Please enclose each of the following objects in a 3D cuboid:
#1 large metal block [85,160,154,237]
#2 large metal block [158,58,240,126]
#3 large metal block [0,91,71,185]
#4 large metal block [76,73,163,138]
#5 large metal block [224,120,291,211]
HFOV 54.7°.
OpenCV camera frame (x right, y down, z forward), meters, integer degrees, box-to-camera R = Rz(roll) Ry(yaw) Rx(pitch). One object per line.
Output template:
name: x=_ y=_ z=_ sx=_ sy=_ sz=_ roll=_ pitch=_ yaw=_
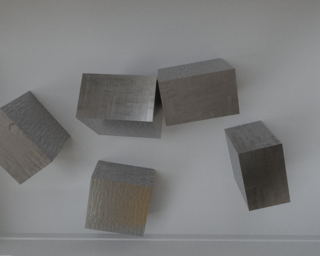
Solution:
large metal block: x=-0.055 y=0.098 z=0.433 sx=0.081 sy=0.050 sz=0.079 roll=10 pitch=110 yaw=-4
large metal block: x=0.042 y=-0.045 z=0.365 sx=0.080 sy=0.080 sz=0.050 roll=-10 pitch=110 yaw=3
large metal block: x=-0.167 y=0.009 z=0.384 sx=0.050 sy=0.080 sz=0.080 roll=-35 pitch=107 yaw=12
large metal block: x=-0.041 y=-0.023 z=0.360 sx=0.080 sy=0.080 sz=0.050 roll=3 pitch=76 yaw=7
large metal block: x=0.123 y=0.045 z=0.400 sx=0.050 sy=0.080 sz=0.080 roll=-14 pitch=110 yaw=5
